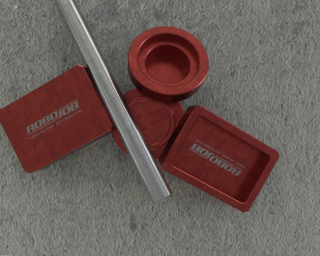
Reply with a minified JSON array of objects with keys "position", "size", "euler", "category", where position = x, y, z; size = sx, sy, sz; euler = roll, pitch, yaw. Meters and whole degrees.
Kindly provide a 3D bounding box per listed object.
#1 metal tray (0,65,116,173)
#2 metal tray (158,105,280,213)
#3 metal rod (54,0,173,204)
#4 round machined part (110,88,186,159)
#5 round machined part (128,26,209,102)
[{"position":[-0.130,-0.010,0.397],"size":[0.130,0.030,0.090],"euler":[-28,87,8],"category":"metal tray"},{"position":[0.075,0.039,0.398],"size":[0.131,0.030,0.090],"euler":[29,90,-11],"category":"metal tray"},{"position":[-0.064,-0.051,0.377],"size":[0.025,0.025,0.299],"euler":[-27,77,0],"category":"metal rod"},{"position":[-0.015,-0.007,0.403],"size":[0.099,0.042,0.097],"euler":[0,90,0],"category":"round machined part"},{"position":[0.008,-0.076,0.392],"size":[0.099,0.042,0.098],"euler":[3,68,-6],"category":"round machined part"}]
